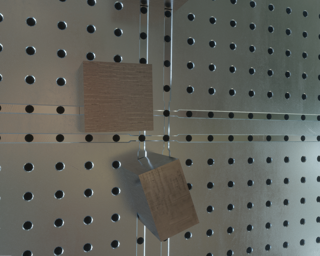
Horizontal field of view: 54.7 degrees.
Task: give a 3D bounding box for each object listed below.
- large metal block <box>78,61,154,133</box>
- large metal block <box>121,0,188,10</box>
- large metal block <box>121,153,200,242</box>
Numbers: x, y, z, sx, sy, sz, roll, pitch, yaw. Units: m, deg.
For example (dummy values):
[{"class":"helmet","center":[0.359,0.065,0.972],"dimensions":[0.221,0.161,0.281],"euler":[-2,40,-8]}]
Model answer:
[{"class":"large metal block","center":[-0.055,-0.036,0.380],"dimensions":[0.081,0.050,0.079],"euler":[-2,91,-20]},{"class":"large metal block","center":[0.001,-0.191,0.384],"dimensions":[0.081,0.080,0.050],"euler":[0,90,-20]},{"class":"large metal block","center":[-0.003,0.080,0.384],"dimensions":[0.050,0.080,0.080],"euler":[-20,97,-19]}]
